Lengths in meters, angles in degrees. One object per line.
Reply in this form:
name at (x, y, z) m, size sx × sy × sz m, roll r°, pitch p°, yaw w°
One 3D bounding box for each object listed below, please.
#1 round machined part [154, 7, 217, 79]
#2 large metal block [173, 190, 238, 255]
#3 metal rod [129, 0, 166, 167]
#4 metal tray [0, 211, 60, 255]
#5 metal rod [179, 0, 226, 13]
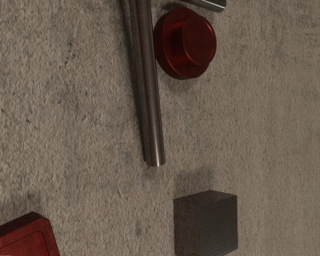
round machined part at (0.041, -0.118, 0.430) m, size 0.099 × 0.042 × 0.097 m, roll 0°, pitch 90°, yaw -40°
large metal block at (0.067, 0.139, 0.448) m, size 0.081 × 0.050 × 0.079 m, roll -3°, pitch 92°, yaw -40°
metal rod at (-0.019, -0.099, 0.369) m, size 0.025 × 0.025 × 0.298 m, roll -16°, pitch 107°, yaw -39°
metal tray at (-0.155, 0.143, 0.272) m, size 0.131 × 0.030 × 0.089 m, roll -20°, pitch 103°, yaw -38°
metal rod at (-0.022, -0.189, 0.387) m, size 0.302 × 0.025 × 0.025 m, roll -2°, pitch 92°, yaw -40°
